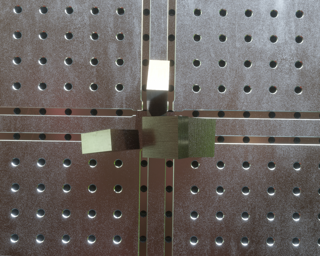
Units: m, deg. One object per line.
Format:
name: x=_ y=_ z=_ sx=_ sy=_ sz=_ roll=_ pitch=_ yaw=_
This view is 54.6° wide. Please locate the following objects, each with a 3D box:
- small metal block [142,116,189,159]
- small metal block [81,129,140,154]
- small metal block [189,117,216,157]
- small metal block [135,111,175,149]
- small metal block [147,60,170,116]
small metal block: x=0.006 y=0.011 z=0.377 sx=0.050 sy=0.025 sz=0.050 roll=0 pitch=90 yaw=33
small metal block: x=-0.062 y=0.017 z=0.390 sx=0.050 sy=0.050 sz=0.025 roll=-9 pitch=84 yaw=35
small metal block: x=0.044 y=0.012 z=0.403 sx=0.050 sy=0.025 sz=0.050 roll=3 pitch=90 yaw=-31
small metal block: x=-0.007 y=0.003 z=0.414 sx=0.050 sy=0.025 sz=0.050 roll=2 pitch=90 yaw=0
small metal block: x=-0.002 y=-0.049 z=0.391 sx=0.025 sy=0.050 sz=0.050 roll=3 pitch=54 yaw=1
